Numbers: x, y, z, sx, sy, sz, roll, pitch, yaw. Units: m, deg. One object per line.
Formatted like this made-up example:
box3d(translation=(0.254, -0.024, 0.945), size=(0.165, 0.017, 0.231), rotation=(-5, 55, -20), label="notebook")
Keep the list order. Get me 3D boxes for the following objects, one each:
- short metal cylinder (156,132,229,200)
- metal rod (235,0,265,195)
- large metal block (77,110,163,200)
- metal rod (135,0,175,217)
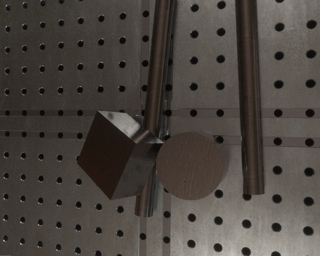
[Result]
box3d(translation=(0.042, 0.044, 0.384), size=(0.080, 0.050, 0.079), rotation=(0, 90, 19), label="short metal cylinder")
box3d(translation=(0.107, -0.071, 0.374), size=(0.025, 0.025, 0.298), rotation=(-2, 89, 19), label="metal rod")
box3d(translation=(-0.053, 0.033, 0.399), size=(0.080, 0.050, 0.079), rotation=(37, 111, 35), label="large metal block")
box3d(translation=(-0.007, -0.032, 0.414), size=(0.025, 0.025, 0.298), rotation=(6, 92, 19), label="metal rod")
